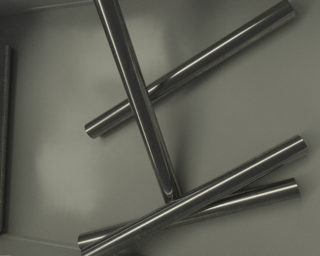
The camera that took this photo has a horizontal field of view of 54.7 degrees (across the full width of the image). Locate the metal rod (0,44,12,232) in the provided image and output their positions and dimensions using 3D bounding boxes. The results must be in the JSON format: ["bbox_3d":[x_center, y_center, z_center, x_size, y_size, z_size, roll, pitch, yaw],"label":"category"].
[{"bbox_3d":[-0.260,0.018,0.499,0.025,0.025,0.298,4,91,19],"label":"metal rod"}]

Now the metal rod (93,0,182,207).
[{"bbox_3d":[-0.026,-0.039,0.362,0.025,0.025,0.298,-12,108,19],"label":"metal rod"}]

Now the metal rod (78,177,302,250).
[{"bbox_3d":[0.023,0.117,0.401,0.300,0.025,0.025,-20,84,18],"label":"metal rod"}]

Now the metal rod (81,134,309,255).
[{"bbox_3d":[0.035,0.092,0.376,0.300,0.025,0.025,-30,80,9],"label":"metal rod"}]

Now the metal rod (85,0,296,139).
[{"bbox_3d":[0.025,-0.067,0.400,0.300,0.025,0.025,-30,81,17],"label":"metal rod"}]
